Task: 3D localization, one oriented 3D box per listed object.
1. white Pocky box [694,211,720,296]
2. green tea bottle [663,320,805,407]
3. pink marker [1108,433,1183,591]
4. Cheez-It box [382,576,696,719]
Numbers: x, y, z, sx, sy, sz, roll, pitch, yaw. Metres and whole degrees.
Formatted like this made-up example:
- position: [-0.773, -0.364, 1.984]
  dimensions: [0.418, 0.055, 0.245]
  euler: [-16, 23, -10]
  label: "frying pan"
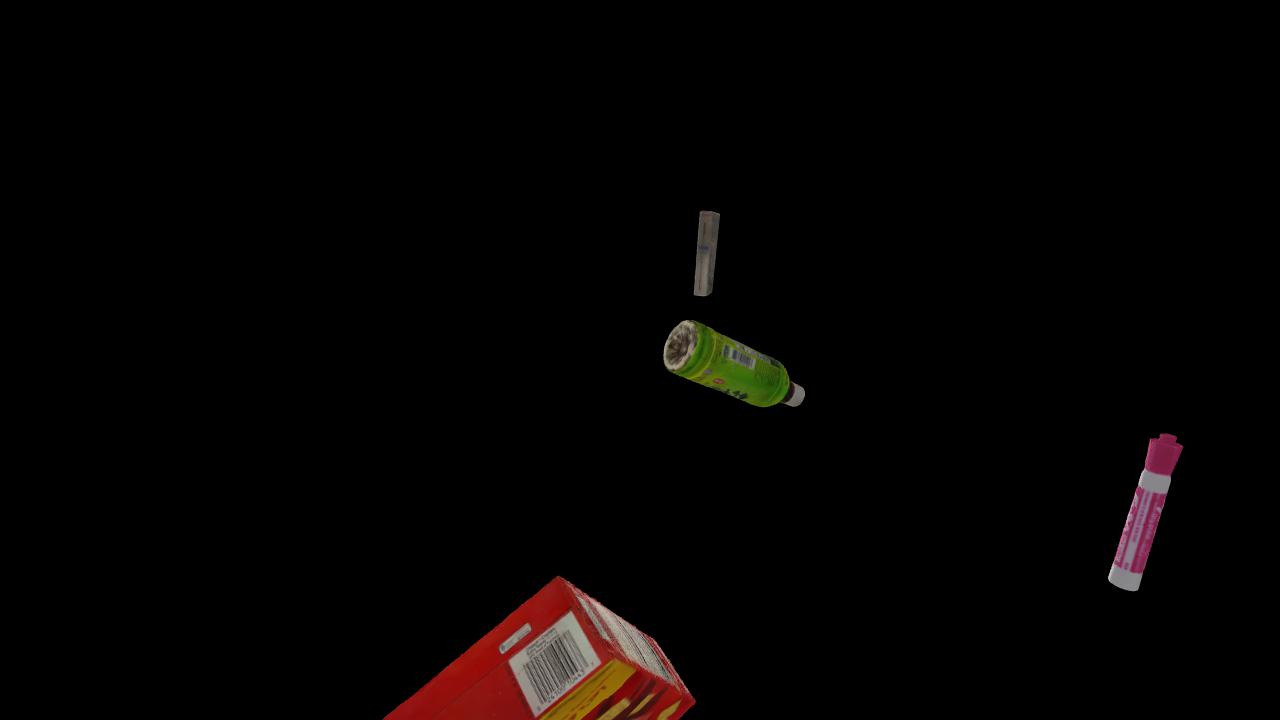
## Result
- position: [0.126, -0.200, 1.157]
  dimensions: [0.028, 0.154, 0.084]
  euler: [7, 12, 14]
  label: "white Pocky box"
- position: [0.131, 0.016, 0.790]
  dimensions: [0.212, 0.073, 0.073]
  euler: [22, -11, -28]
  label: "green tea bottle"
- position: [0.373, 0.112, 0.454]
  dimensions: [0.020, 0.121, 0.020]
  euler: [6, 13, -1]
  label: "pink marker"
- position: [-0.063, 0.255, 0.431]
  dimensions: [0.071, 0.166, 0.223]
  euler: [46, -9, 38]
  label: "Cheez-It box"
